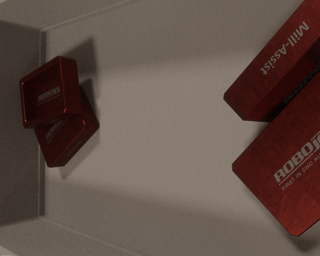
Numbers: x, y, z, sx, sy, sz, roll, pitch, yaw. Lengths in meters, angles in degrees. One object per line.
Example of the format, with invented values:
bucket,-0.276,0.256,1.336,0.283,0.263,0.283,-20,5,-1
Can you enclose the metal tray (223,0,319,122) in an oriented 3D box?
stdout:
metal tray,0.127,-0.061,0.276,0.129,0.091,0.030,-52,58,28

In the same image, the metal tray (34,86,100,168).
metal tray,-0.166,-0.001,0.537,0.129,0.030,0.090,-43,65,31

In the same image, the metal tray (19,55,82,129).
metal tray,-0.184,-0.054,0.512,0.130,0.030,0.090,-15,80,39

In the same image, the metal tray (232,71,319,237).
metal tray,0.141,0.024,0.287,0.090,0.030,0.129,50,119,28
